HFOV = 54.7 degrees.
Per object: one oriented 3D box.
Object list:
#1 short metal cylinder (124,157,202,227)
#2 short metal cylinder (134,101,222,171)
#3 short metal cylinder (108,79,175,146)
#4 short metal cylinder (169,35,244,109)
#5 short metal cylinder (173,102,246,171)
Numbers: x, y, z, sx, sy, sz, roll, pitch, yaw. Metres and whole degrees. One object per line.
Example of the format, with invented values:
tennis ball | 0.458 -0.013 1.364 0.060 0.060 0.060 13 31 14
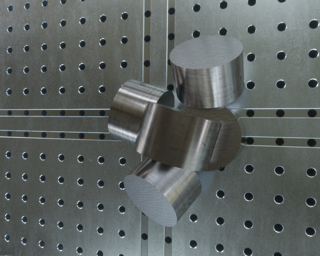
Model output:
short metal cylinder | 0.003 0.072 0.376 0.080 0.050 0.080 29 142 26
short metal cylinder | 0.018 0.007 0.323 0.080 0.080 0.050 19 96 19
short metal cylinder | -0.022 -0.016 0.391 0.050 0.080 0.080 20 97 19
short metal cylinder | 0.055 -0.066 0.356 0.080 0.080 0.050 2 131 20
short metal cylinder | 0.061 0.010 0.377 0.080 0.050 0.080 0 89 20
